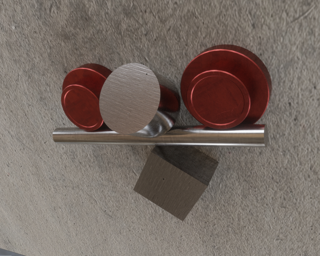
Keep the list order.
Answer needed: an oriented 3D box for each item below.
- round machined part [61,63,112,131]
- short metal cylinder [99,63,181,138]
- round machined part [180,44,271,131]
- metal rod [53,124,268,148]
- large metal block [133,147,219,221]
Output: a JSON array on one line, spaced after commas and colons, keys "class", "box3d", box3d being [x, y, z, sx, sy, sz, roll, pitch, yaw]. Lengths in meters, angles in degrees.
[{"class": "round machined part", "box3d": [-0.095, -0.035, 0.425, 0.098, 0.042, 0.097, 13, 124, 21]}, {"class": "short metal cylinder", "box3d": [-0.023, -0.030, 0.362, 0.080, 0.050, 0.080, -4, 81, 28]}, {"class": "round machined part", "box3d": [0.068, -0.037, 0.339, 0.098, 0.042, 0.097, 13, 124, 21]}, {"class": "metal rod", "box3d": [-0.020, 0.010, 0.398, 0.300, 0.025, 0.025, -1, 118, 28]}, {"class": "large metal block", "box3d": [0.020, 0.066, 0.419, 0.080, 0.050, 0.079, 31, 128, 8]}]
